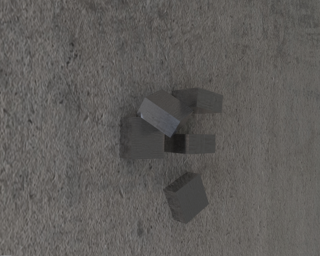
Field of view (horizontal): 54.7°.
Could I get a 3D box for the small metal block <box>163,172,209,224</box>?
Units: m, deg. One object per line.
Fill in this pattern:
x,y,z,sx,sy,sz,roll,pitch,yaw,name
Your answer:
0.038,0.097,0.436,0.050,0.025,0.050,-30,109,-36,small metal block

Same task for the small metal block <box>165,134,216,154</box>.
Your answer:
0.040,0.021,0.421,0.050,0.050,0.025,1,89,-40,small metal block

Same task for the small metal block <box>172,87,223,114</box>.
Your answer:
0.051,-0.037,0.431,0.050,0.050,0.025,10,84,-40,small metal block

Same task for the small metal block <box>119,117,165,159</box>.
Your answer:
-0.022,0.013,0.386,0.050,0.025,0.050,3,88,-40,small metal block

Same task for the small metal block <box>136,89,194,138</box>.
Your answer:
0.008,-0.020,0.382,0.025,0.050,0.050,-60,169,28,small metal block
